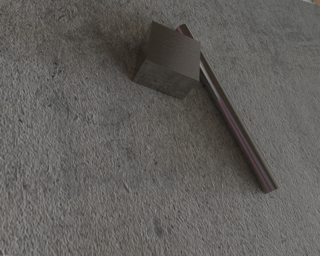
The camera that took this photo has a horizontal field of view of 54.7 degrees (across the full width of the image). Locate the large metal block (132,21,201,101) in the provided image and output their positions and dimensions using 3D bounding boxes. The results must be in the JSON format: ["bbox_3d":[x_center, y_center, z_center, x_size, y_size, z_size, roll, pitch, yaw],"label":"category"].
[{"bbox_3d":[0.011,-0.098,0.455,0.081,0.050,0.080,19,54,-18],"label":"large metal block"}]

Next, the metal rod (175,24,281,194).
[{"bbox_3d":[0.099,-0.040,0.483,0.025,0.025,0.299,-13,69,-34],"label":"metal rod"}]
